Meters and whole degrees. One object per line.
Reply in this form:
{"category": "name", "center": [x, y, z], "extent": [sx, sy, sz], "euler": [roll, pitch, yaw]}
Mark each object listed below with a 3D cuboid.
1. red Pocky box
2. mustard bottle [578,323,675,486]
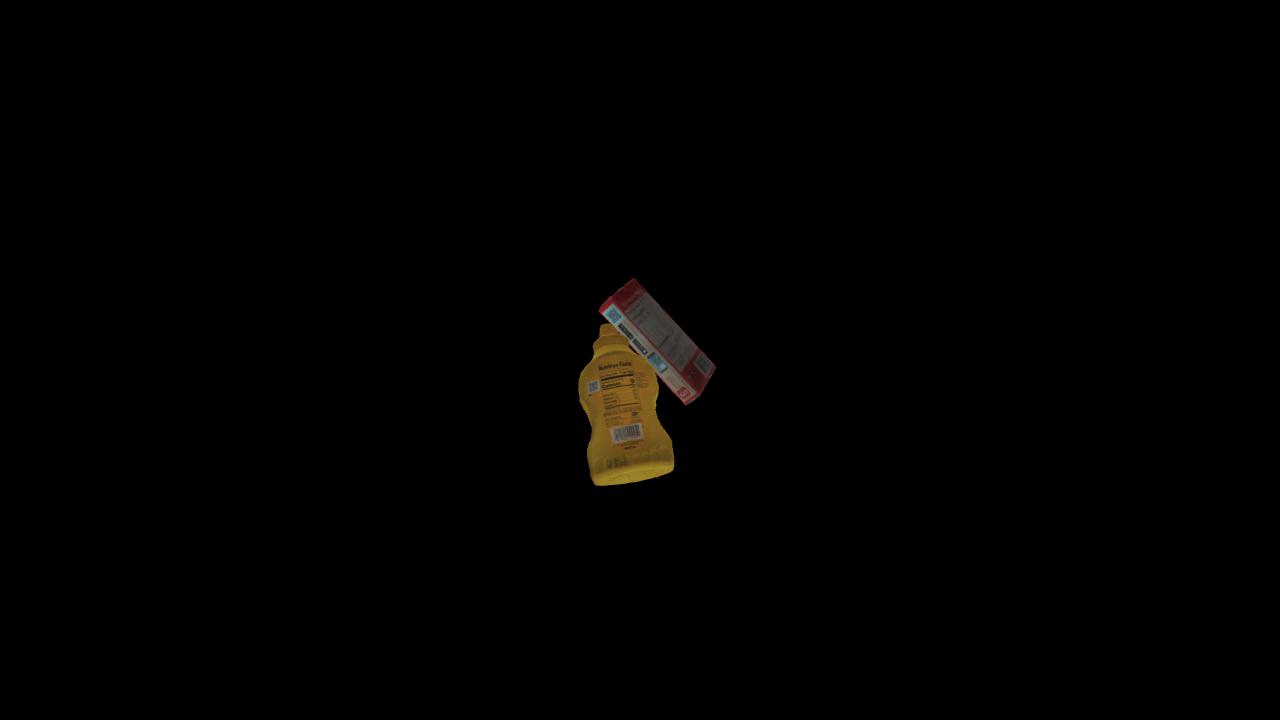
{"category": "red Pocky box", "center": [0.023, -0.024, 0.743], "extent": [0.028, 0.155, 0.083], "euler": [-40, 5, 33]}
{"category": "mustard bottle", "center": [-0.022, 0.040, 0.679], "extent": [0.092, 0.184, 0.054], "euler": [-12, -26, 1]}
